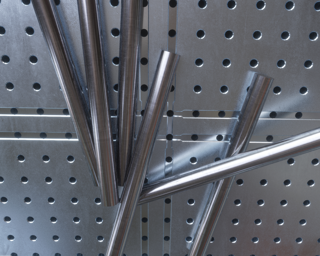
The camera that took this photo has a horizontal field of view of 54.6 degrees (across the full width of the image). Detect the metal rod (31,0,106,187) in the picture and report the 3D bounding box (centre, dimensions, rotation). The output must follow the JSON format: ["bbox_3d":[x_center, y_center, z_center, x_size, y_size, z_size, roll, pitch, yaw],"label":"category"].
[{"bbox_3d":[-0.115,-0.060,0.390,0.025,0.025,0.298,-12,110,4],"label":"metal rod"}]

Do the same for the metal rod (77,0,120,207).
[{"bbox_3d":[-0.076,-0.042,0.384,0.025,0.025,0.298,-3,105,1],"label":"metal rod"}]

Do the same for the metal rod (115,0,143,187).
[{"bbox_3d":[-0.040,-0.063,0.389,0.025,0.025,0.298,4,110,-2],"label":"metal rod"}]

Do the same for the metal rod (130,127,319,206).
[{"bbox_3d":[0.092,0.051,0.406,0.300,0.025,0.025,-21,109,18],"label":"metal rod"}]

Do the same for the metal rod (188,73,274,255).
[{"bbox_3d":[0.093,0.070,0.439,0.025,0.025,0.298,14,109,-5],"label":"metal rod"}]

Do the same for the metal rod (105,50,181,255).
[{"bbox_3d":[-0.027,0.048,0.412,0.025,0.025,0.298,15,103,-6],"label":"metal rod"}]
